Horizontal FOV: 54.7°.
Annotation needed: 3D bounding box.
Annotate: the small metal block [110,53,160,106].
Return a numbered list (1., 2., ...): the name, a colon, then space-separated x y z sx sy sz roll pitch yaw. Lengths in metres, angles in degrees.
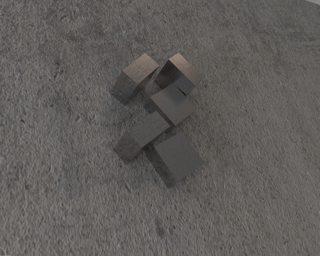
1. small metal block: -0.033 -0.064 0.408 0.025 0.050 0.050 42 51 0

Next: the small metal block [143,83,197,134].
1. small metal block: 0.014 -0.027 0.428 0.050 0.025 0.050 49 51 6

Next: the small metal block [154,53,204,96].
1. small metal block: 0.026 -0.070 0.444 0.050 0.050 0.025 45 51 3

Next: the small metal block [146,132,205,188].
1. small metal block: 0.019 0.039 0.390 0.050 0.025 0.050 -26 76 -37

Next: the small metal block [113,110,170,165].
1. small metal block: -0.022 0.012 0.368 0.025 0.050 0.050 49 51 6
